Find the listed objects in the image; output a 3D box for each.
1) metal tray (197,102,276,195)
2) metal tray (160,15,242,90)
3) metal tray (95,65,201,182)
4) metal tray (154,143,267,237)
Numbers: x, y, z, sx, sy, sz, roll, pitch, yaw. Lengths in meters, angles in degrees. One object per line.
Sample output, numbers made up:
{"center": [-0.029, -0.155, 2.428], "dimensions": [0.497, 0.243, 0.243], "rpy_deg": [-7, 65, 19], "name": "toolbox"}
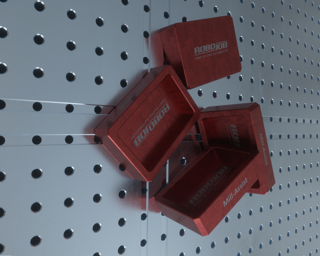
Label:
{"center": [0.112, 0.031, 0.461], "dimensions": [0.030, 0.090, 0.129], "rpy_deg": [-29, 108, -44], "name": "metal tray"}
{"center": [0.066, -0.114, 0.464], "dimensions": [0.131, 0.030, 0.089], "rpy_deg": [-23, 105, -38], "name": "metal tray"}
{"center": [-0.009, -0.008, 0.399], "dimensions": [0.130, 0.030, 0.090], "rpy_deg": [-51, 120, -28], "name": "metal tray"}
{"center": [0.067, 0.074, 0.415], "dimensions": [0.131, 0.090, 0.030], "rpy_deg": [-39, 115, -25], "name": "metal tray"}
